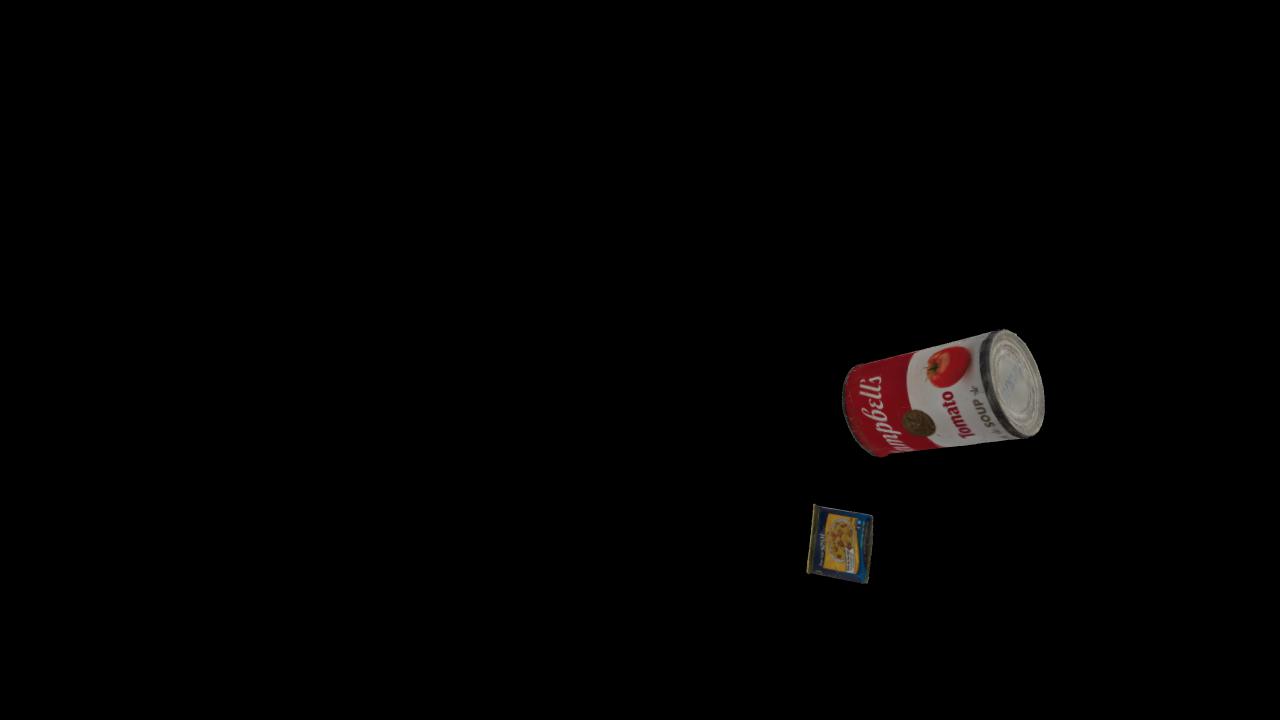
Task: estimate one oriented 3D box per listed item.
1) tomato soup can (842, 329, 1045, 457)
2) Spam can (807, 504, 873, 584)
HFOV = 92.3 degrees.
[{"bbox_3d":[0.195,0.024,0.402,0.068,0.068,0.101,0,-13,-37],"label":"tomato soup can"},{"bbox_3d":[0.293,0.269,0.903,0.085,0.101,0.058,6,-9,15],"label":"Spam can"}]
